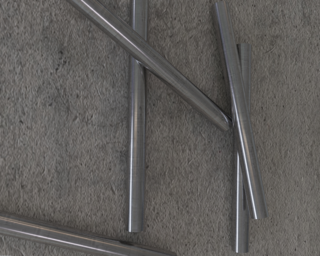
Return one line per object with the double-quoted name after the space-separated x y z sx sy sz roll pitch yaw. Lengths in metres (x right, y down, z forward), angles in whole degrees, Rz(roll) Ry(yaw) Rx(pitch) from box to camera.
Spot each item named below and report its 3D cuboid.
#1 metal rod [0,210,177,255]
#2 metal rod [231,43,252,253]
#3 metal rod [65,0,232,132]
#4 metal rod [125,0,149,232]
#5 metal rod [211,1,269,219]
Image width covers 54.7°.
-0.116 0.128 0.366 0.302 0.025 0.025 21 83 -19 "metal rod"
0.119 0.029 0.452 0.025 0.025 0.298 1 90 -20 "metal rod"
-0.013 -0.085 0.377 0.301 0.025 0.025 37 78 -27 "metal rod"
-0.029 -0.020 0.398 0.025 0.025 0.298 1 90 -20 "metal rod"
0.109 -0.028 0.428 0.025 0.025 0.298 -8 85 -20 "metal rod"
